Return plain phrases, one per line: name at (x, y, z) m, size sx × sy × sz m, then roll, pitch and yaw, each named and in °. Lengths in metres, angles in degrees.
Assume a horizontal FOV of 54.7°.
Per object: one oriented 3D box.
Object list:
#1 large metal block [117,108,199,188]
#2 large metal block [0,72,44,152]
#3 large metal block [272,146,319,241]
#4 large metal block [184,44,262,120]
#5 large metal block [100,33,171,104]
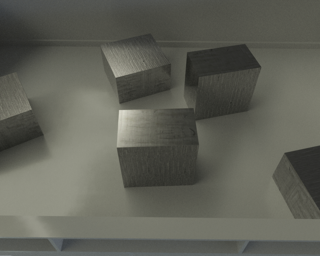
large metal block at (-0.003, 0.024, 0.349) m, size 0.081 × 0.080 × 0.050 m, roll -2°, pitch 50°, yaw -2°
large metal block at (-0.210, -0.018, 0.403) m, size 0.081 × 0.050 × 0.080 m, roll -23°, pitch 54°, yaw -19°
large metal block at (0.183, 0.065, 0.335) m, size 0.081 × 0.050 × 0.080 m, roll -10°, pitch 51°, yaw -9°
large metal block at (0.080, -0.061, 0.421) m, size 0.081 × 0.080 × 0.050 m, roll -10°, pitch 51°, yaw -9°
large metal block at (-0.037, -0.091, 0.465) m, size 0.081 × 0.050 × 0.080 m, roll -17°, pitch 52°, yaw -14°
